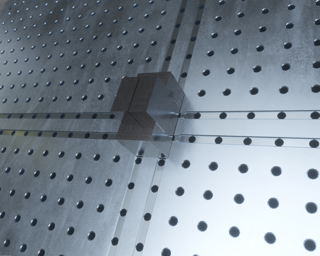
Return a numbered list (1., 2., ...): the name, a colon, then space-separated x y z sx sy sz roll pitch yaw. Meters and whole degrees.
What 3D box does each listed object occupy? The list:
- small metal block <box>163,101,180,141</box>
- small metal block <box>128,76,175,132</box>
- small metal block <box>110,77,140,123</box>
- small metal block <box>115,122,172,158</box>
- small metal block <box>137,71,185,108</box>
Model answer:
1. small metal block: -0.005 -0.012 0.419 0.050 0.025 0.050 1 62 30
2. small metal block: -0.009 -0.029 0.383 0.025 0.050 0.050 1 62 30
3. small metal block: -0.032 -0.030 0.396 0.025 0.050 0.050 2 63 29
4. small metal block: -0.020 0.015 0.394 0.050 0.050 0.025 2 62 29
5. small metal block: -0.001 -0.051 0.424 0.050 0.050 0.025 2 63 29
